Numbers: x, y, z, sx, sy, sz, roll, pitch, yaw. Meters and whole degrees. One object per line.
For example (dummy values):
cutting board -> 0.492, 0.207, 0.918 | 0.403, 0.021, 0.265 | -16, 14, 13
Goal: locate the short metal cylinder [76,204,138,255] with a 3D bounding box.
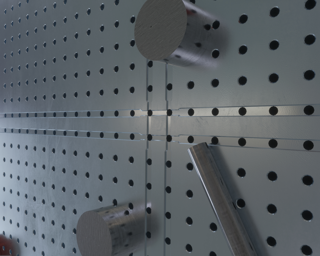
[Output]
short metal cylinder -> -0.079, 0.158, 0.458 | 0.080, 0.050, 0.080 | 0, 90, 40

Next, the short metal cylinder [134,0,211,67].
short metal cylinder -> 0.015, -0.119, 0.381 | 0.080, 0.050, 0.080 | 0, 90, 40

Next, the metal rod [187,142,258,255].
metal rod -> 0.098, 0.155, 0.328 | 0.025, 0.025, 0.299 | -35, 69, 35
